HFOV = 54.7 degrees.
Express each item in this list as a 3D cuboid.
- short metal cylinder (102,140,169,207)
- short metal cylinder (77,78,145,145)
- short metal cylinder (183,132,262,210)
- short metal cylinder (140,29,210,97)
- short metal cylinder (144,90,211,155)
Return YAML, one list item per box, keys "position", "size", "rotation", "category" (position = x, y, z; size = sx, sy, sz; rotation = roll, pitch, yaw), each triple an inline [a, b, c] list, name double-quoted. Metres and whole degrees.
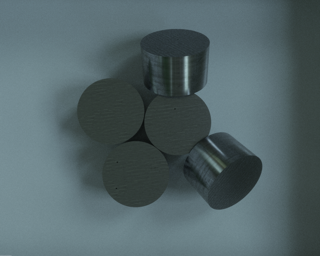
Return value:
- position: [-0.029, 0.055, 0.397]
  size: [0.081, 0.050, 0.079]
  rotation: [0, 90, -1]
  category: "short metal cylinder"
- position: [-0.059, -0.020, 0.396]
  size: [0.081, 0.050, 0.079]
  rotation: [0, 90, -1]
  category: "short metal cylinder"
- position: [0.076, 0.052, 0.378]
  size: [0.081, 0.050, 0.079]
  rotation: [-18, 129, -23]
  category: "short metal cylinder"
- position: [0.018, -0.081, 0.375]
  size: [0.081, 0.080, 0.050]
  rotation: [-3, 129, -1]
  category: "short metal cylinder"
- position: [0.021, -0.007, 0.397]
  size: [0.081, 0.050, 0.079]
  rotation: [0, 90, -1]
  category: "short metal cylinder"
